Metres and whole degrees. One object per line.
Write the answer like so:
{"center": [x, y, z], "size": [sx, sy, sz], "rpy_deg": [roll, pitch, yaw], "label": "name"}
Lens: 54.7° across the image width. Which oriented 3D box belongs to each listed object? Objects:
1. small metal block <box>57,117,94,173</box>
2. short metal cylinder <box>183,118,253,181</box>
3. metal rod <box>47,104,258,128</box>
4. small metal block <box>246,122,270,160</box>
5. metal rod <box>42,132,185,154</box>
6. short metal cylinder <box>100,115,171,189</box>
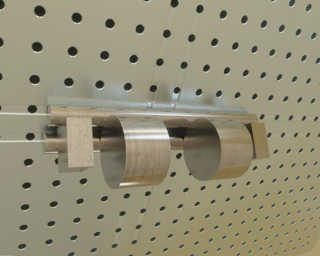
{"center": [-0.091, 0.020, 0.329], "size": [0.025, 0.050, 0.050], "rpy_deg": [1, 76, -29], "label": "small metal block"}
{"center": [0.073, 0.027, 0.404], "size": [0.050, 0.080, 0.079], "rpy_deg": [1, 118, -29], "label": "short metal cylinder"}
{"center": [0.012, -0.012, 0.410], "size": [0.303, 0.025, 0.025], "rpy_deg": [1, 118, -29], "label": "metal rod"}
{"center": [0.127, 0.022, 0.449], "size": [0.025, 0.050, 0.050], "rpy_deg": [1, 77, -28], "label": "small metal block"}
{"center": [0.001, 0.018, 0.423], "size": [0.303, 0.025, 0.025], "rpy_deg": [1, 118, -29], "label": "metal rod"}
{"center": [-0.030, 0.026, 0.347], "size": [0.050, 0.080, 0.079], "rpy_deg": [1, 118, -29], "label": "short metal cylinder"}
